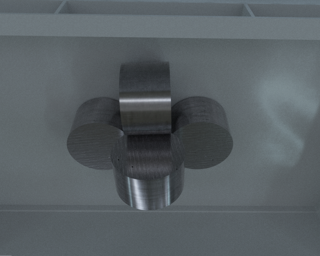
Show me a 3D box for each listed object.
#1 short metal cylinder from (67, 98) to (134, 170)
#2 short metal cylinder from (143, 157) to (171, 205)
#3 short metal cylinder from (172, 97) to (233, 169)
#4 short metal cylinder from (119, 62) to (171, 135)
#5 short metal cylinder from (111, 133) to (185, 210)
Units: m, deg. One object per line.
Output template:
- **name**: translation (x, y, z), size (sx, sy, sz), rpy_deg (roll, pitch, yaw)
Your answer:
- **short metal cylinder**: translation (-0.073, 0.008, 0.397), size (0.081, 0.050, 0.079), rpy_deg (0, 130, 0)
- **short metal cylinder**: translation (-0.012, 0.066, 0.426), size (0.050, 0.080, 0.079), rpy_deg (-2, 130, 1)
- **short metal cylinder**: translation (0.049, 0.007, 0.396), size (0.081, 0.050, 0.079), rpy_deg (0, 130, 0)
- **short metal cylinder**: translation (-0.014, -0.032, 0.342), size (0.050, 0.080, 0.079), rpy_deg (-2, 130, 1)
- **short metal cylinder**: translation (-0.012, 0.045, 0.350), size (0.080, 0.080, 0.050), rpy_deg (-1, 130, 0)
